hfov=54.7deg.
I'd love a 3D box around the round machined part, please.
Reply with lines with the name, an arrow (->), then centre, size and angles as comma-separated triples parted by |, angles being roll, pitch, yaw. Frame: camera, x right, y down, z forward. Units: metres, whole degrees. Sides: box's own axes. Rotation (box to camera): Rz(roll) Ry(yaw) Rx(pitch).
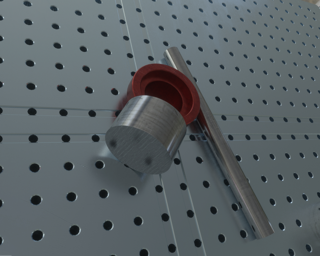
round machined part -> 0.002, -0.036, 0.420 | 0.099, 0.042, 0.098 | 14, 56, -21

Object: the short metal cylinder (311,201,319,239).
short metal cylinder -> 0.273, 0.139, 0.454 | 0.081, 0.050, 0.080 | 14, 56, -21

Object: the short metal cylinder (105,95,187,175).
short metal cylinder -> -0.015, 0.009, 0.359 | 0.080, 0.080, 0.050 | 34, 51, -6

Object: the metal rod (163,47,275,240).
metal rod -> 0.076, 0.009, 0.443 | 0.025, 0.025, 0.299 | -12, 68, -33
